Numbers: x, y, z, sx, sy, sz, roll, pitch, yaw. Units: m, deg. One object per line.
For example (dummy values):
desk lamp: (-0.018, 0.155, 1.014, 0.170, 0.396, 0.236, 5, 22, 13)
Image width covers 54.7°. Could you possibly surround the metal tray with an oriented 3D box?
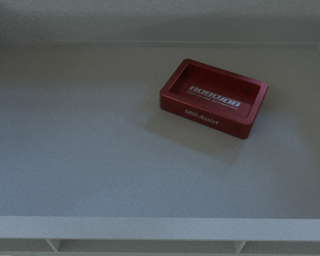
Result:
metal tray: (0.076, -0.045, 0.440, 0.130, 0.030, 0.090, 22, 53, 17)
